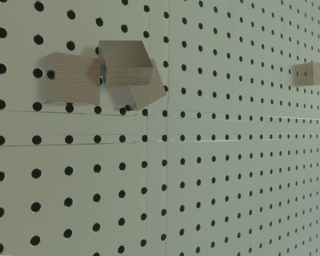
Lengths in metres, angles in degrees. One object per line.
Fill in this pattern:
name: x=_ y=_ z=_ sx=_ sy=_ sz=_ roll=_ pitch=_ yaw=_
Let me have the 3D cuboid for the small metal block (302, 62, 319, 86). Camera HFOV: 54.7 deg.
small metal block: x=0.348 y=-0.122 z=0.705 sx=0.050 sy=0.025 sz=0.050 roll=-8 pitch=95 yaw=-40

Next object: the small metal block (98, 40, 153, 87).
small metal block: x=-0.040 y=-0.074 z=0.350 sx=0.050 sy=0.025 sz=0.050 roll=-6 pitch=51 yaw=-19

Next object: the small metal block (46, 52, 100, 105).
small metal block: x=-0.093 y=-0.051 z=0.332 sx=0.050 sy=0.025 sz=0.050 roll=0 pitch=90 yaw=-40

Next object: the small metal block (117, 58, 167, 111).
small metal block: x=-0.025 y=-0.055 z=0.390 sx=0.050 sy=0.025 sz=0.050 roll=-33 pitch=111 yaw=-35
